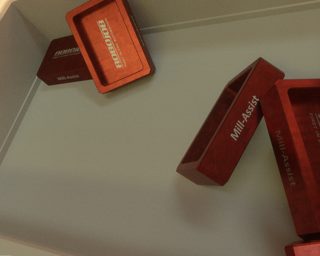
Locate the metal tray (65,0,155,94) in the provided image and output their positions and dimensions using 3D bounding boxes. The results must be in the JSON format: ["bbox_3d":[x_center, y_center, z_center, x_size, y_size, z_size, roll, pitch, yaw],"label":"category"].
[{"bbox_3d":[-0.073,-0.127,0.467,0.090,0.030,0.129,-21,98,16],"label":"metal tray"}]

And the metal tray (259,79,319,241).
[{"bbox_3d":[0.146,0.021,0.261,0.091,0.030,0.130,-3,67,-12],"label":"metal tray"}]

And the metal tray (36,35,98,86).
[{"bbox_3d":[-0.153,-0.128,0.562,0.130,0.030,0.090,-3,60,26],"label":"metal tray"}]

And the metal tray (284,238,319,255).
[{"bbox_3d":[0.139,0.087,0.209,0.090,0.130,0.030,-16,66,20],"label":"metal tray"}]

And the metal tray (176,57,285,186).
[{"bbox_3d":[0.071,-0.003,0.329,0.030,0.090,0.130,33,77,-3],"label":"metal tray"}]
